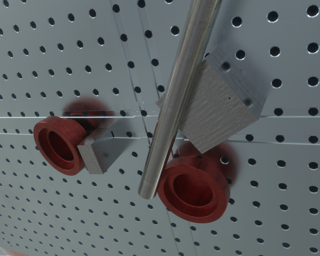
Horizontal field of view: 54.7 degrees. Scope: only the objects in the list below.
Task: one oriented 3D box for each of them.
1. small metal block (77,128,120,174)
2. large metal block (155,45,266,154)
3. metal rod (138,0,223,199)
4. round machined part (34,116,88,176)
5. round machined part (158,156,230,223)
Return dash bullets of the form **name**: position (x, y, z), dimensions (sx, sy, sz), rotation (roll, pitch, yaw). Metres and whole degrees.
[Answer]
- **small metal block**: position (-0.090, 0.034, 0.463), dimensions (0.025, 0.050, 0.050), rotation (-4, 116, 28)
- **large metal block**: position (0.056, -0.030, 0.347), dimensions (0.080, 0.050, 0.080), rotation (47, 129, -5)
- **metal rod**: position (0.017, -0.031, 0.318), dimensions (0.025, 0.025, 0.298), rotation (26, 127, 12)
- **round machined part**: position (-0.147, 0.023, 0.487), dimensions (0.098, 0.042, 0.097), rotation (20, 130, 26)
- **round machined part**: position (0.048, 0.079, 0.424), dimensions (0.098, 0.042, 0.097), rotation (13, 124, 21)
